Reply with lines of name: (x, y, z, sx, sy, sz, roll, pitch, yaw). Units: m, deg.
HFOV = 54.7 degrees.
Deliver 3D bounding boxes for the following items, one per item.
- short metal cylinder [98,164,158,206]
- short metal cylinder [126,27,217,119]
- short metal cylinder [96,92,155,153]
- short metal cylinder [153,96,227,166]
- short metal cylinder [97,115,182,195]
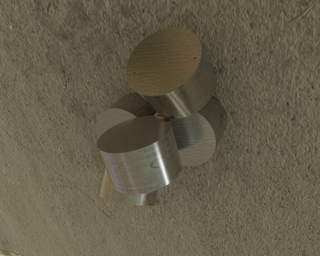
short metal cylinder: (-0.041, 0.074, 0.430, 0.080, 0.080, 0.050, 7, 83, 24)
short metal cylinder: (0.013, -0.056, 0.321, 0.080, 0.080, 0.050, 1, 157, 27)
short metal cylinder: (-0.037, -0.001, 0.409, 0.080, 0.050, 0.079, 13, 124, 20)
short metal cylinder: (0.035, -0.001, 0.371, 0.080, 0.050, 0.079, 13, 124, 20)
short metal cylinder: (-0.021, 0.027, 0.334, 0.080, 0.080, 0.050, -1, 118, 28)
